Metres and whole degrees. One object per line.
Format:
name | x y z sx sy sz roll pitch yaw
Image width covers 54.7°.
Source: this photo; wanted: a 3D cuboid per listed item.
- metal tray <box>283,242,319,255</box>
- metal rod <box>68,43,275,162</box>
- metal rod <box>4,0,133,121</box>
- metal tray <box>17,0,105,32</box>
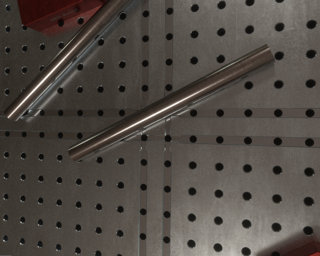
metal tray | 0.175 0.208 0.348 0.090 0.030 0.130 -33 80 16
metal rod | 0.002 -0.025 0.410 0.300 0.025 0.025 -26 82 17
metal rod | -0.127 -0.115 0.455 0.299 0.025 0.025 -41 78 15
metal tray | -0.153 -0.211 0.462 0.130 0.030 0.090 -15 85 19
